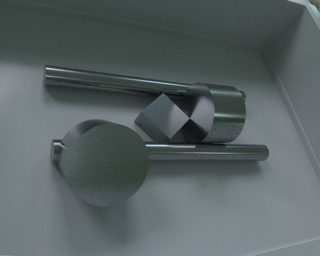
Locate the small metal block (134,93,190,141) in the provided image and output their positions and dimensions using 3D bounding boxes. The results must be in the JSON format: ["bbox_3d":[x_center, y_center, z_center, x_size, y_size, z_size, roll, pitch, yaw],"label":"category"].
[{"bbox_3d":[0.003,-0.011,0.413,0.050,0.025,0.050,44,51,2],"label":"small metal block"}]

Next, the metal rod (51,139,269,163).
[{"bbox_3d":[0.020,0.031,0.397,0.303,0.025,0.025,3,61,-27],"label":"metal rod"}]

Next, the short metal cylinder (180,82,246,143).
[{"bbox_3d":[0.069,-0.019,0.420,0.050,0.080,0.080,2,61,-28],"label":"short metal cylinder"}]

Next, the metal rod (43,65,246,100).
[{"bbox_3d":[-0.003,-0.055,0.437,0.303,0.025,0.025,3,61,-27],"label":"metal rod"}]

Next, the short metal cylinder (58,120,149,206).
[{"bbox_3d":[-0.058,0.033,0.315,0.081,0.050,0.079,-3,97,-27],"label":"short metal cylinder"}]
